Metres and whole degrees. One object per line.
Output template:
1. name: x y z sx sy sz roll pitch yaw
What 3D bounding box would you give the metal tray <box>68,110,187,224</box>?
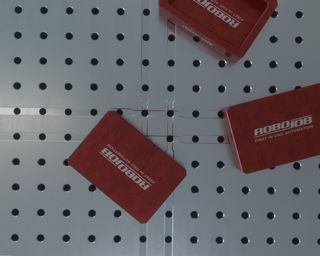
1. metal tray: -0.042 0.050 0.411 0.130 0.030 0.090 40 90 0

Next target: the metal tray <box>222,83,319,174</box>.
1. metal tray: 0.158 0.001 0.412 0.131 0.030 0.090 -15 90 0

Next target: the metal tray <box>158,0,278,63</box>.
1. metal tray: 0.075 -0.160 0.411 0.130 0.030 0.090 33 90 0
